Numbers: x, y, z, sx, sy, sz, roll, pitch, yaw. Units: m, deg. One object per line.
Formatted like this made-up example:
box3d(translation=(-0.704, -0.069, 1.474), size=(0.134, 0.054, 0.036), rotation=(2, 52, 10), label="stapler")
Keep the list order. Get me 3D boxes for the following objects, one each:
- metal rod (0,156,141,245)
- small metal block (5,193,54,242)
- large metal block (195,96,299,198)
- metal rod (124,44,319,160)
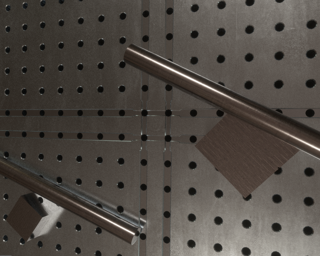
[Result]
box3d(translation=(-0.166, 0.096, 0.469), size=(0.301, 0.025, 0.025), rotation=(21, 97, 18), label="metal rod")
box3d(translation=(-0.203, 0.138, 0.482), size=(0.050, 0.025, 0.050), rotation=(38, 102, 15), label="small metal block")
box3d(translation=(0.102, 0.021, 0.363), size=(0.080, 0.050, 0.080), rotation=(-46, 76, 14), label="large metal block")
box3d(translation=(0.090, -0.020, 0.327), size=(0.301, 0.025, 0.025), rotation=(29, 99, 17), label="metal rod")
